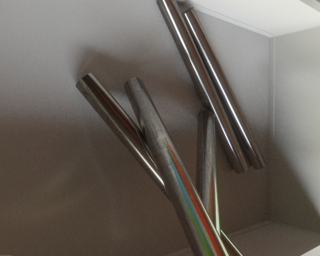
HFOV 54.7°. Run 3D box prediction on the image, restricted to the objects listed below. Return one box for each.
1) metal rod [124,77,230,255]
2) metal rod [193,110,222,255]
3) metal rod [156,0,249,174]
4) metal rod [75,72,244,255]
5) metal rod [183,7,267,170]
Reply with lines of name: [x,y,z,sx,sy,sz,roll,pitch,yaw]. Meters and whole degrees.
metal rod: [0.016,0.048,0.286,0.025,0.300,0.025,-14,137,-13]
metal rod: [0.052,0.064,0.345,0.025,0.025,0.301,58,23,-25]
metal rod: [0.072,-0.052,0.469,0.025,0.025,0.299,-43,116,-32]
metal rod: [0.012,0.063,0.342,0.025,0.025,0.300,-40,91,-33]
metal rod: [0.109,-0.049,0.500,0.025,0.025,0.299,-47,118,-30]
